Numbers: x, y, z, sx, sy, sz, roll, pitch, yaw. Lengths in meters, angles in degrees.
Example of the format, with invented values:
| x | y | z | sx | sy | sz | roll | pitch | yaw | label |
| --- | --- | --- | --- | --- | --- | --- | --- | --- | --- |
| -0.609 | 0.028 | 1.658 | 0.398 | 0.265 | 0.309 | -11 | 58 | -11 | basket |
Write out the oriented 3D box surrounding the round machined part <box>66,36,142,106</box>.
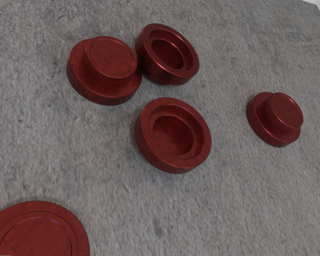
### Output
| x | y | z | sx | sy | sz | roll | pitch | yaw | label |
| --- | --- | --- | --- | --- | --- | --- | --- | --- | --- |
| -0.069 | -0.081 | 0.407 | 0.099 | 0.042 | 0.098 | 14 | 56 | -21 | round machined part |

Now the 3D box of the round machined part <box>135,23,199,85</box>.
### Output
| x | y | z | sx | sy | sz | roll | pitch | yaw | label |
| --- | --- | --- | --- | --- | --- | --- | --- | --- | --- |
| 0.006 | -0.102 | 0.455 | 0.099 | 0.042 | 0.098 | 20 | 50 | -25 | round machined part |

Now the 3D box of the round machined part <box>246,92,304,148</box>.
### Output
| x | y | z | sx | sy | sz | roll | pitch | yaw | label |
| --- | --- | --- | --- | --- | --- | --- | --- | --- | --- |
| 0.196 | -0.020 | 0.514 | 0.099 | 0.042 | 0.098 | 14 | 56 | -21 | round machined part |

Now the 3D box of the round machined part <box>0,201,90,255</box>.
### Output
| x | y | z | sx | sy | sz | roll | pitch | yaw | label |
| --- | --- | --- | --- | --- | --- | --- | --- | --- | --- |
| -0.109 | 0.111 | 0.267 | 0.099 | 0.042 | 0.098 | 14 | 56 | -21 | round machined part |

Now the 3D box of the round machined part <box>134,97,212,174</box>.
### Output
| x | y | z | sx | sy | sz | roll | pitch | yaw | label |
| --- | --- | --- | --- | --- | --- | --- | --- | --- | --- |
| 0.013 | 0.013 | 0.393 | 0.099 | 0.042 | 0.098 | 14 | 56 | -21 | round machined part |
